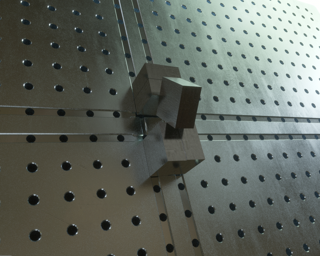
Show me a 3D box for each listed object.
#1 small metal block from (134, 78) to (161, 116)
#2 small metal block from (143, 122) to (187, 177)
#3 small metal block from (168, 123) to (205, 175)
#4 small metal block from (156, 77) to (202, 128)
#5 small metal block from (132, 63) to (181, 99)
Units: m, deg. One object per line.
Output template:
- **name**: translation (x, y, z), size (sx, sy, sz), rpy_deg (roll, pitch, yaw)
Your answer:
- **small metal block**: translation (0.000, -0.039, 0.417), size (0.050, 0.050, 0.025), rpy_deg (2, 61, -28)
- **small metal block**: translation (0.004, 0.027, 0.379), size (0.025, 0.050, 0.050), rpy_deg (1, 61, -28)
- **small metal block**: translation (0.027, 0.026, 0.391), size (0.025, 0.050, 0.050), rpy_deg (1, 61, -28)
- **small metal block**: translation (0.021, -0.031, 0.371), size (0.025, 0.050, 0.050), rpy_deg (0, 19, -28)
- **small metal block**: translation (-0.005, -0.062, 0.428), size (0.050, 0.050, 0.025), rpy_deg (2, 61, -28)
